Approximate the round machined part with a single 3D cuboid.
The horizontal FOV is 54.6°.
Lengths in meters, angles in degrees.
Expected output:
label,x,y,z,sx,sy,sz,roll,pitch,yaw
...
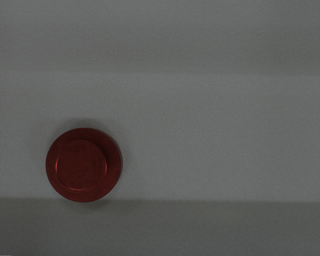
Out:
label,x,y,z,sx,sy,sz,roll,pitch,yaw
round machined part,-0.100,0.048,0.402,0.099,0.042,0.097,0,90,0
